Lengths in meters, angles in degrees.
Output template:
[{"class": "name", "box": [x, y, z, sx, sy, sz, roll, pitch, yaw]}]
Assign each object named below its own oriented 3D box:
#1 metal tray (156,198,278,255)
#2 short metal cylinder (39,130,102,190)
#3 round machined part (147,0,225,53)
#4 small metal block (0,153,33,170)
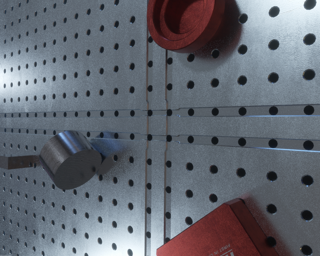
[{"class": "metal tray", "box": [0.063, 0.152, 0.355, 0.129, 0.030, 0.090, -45, 63, 30]}, {"class": "short metal cylinder", "box": [-0.141, 0.051, 0.490, 0.050, 0.081, 0.080, 42, 115, 32]}, {"class": "round machined part", "box": [0.034, -0.138, 0.370, 0.098, 0.042, 0.097, 0, 90, 40]}, {"class": "small metal block", "box": [-0.301, 0.068, 0.642, 0.050, 0.050, 0.025, 2, 91, 40]}]
